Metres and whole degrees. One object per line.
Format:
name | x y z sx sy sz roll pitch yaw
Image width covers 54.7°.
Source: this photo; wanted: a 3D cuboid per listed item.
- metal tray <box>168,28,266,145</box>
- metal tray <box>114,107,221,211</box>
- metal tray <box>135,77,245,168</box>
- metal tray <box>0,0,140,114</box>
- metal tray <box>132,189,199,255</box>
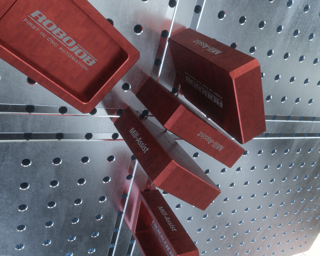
metal tray | 0.060 -0.051 0.346 0.030 0.130 0.090 -29 129 -10
metal tray | 0.005 0.033 0.368 0.030 0.130 0.090 -49 129 6
metal tray | 0.039 -0.006 0.388 0.130 0.090 0.030 31 101 -38
metal tray | -0.095 -0.084 0.304 0.090 0.030 0.130 -47 130 5
metal tray | 0.002 0.164 0.447 0.030 0.130 0.089 -3 120 -27
